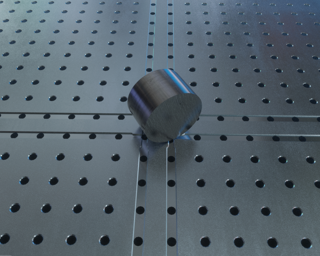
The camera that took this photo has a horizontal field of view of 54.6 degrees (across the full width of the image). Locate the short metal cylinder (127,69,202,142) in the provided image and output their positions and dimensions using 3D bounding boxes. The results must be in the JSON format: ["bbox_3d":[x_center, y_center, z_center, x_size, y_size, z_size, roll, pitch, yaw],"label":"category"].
[{"bbox_3d":[0.006,-0.028,0.394,0.081,0.080,0.050,-22,53,-18],"label":"short metal cylinder"}]
